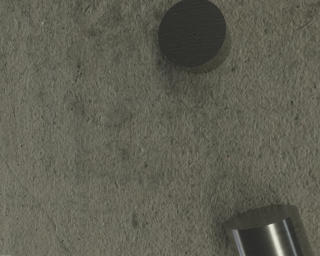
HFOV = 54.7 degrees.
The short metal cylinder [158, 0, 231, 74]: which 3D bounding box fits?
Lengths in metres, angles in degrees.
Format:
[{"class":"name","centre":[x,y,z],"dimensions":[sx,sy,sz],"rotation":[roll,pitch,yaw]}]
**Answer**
[{"class":"short metal cylinder","centre":[0.044,-0.110,0.380],"dimensions":[0.080,0.050,0.080],"rotation":[0,90,20]}]

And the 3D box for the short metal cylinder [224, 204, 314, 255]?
[{"class":"short metal cylinder","centre":[0.117,0.121,0.338],"dimensions":[0.080,0.080,0.050],"rotation":[-19,84,19]}]
